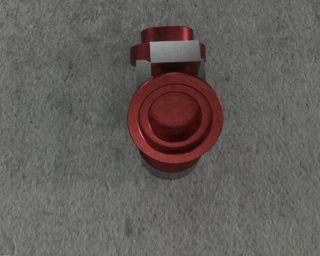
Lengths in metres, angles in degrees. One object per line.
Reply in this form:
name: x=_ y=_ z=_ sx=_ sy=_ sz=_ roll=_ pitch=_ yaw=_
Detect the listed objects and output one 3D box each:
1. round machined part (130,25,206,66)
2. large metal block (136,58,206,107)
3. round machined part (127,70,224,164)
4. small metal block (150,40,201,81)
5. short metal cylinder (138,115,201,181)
round machined part: x=0.010 y=-0.105 z=0.405 sx=0.099 sy=0.098 sz=0.042 roll=-2 pitch=95 yaw=-1
large metal block: x=0.013 y=-0.045 z=0.396 sx=0.081 sy=0.080 sz=0.050 roll=-2 pitch=70 yaw=-1
round machined part: x=0.016 y=-0.014 z=0.336 sx=0.099 sy=0.042 sz=0.097 roll=-1 pitch=109 yaw=-1
small metal block: x=0.015 y=-0.069 z=0.336 sx=0.050 sy=0.050 sz=0.025 roll=-3 pitch=70 yaw=-1
short metal cylinder: x=0.013 y=0.022 z=0.389 sx=0.081 sy=0.050 sz=0.080 roll=0 pitch=70 yaw=0
